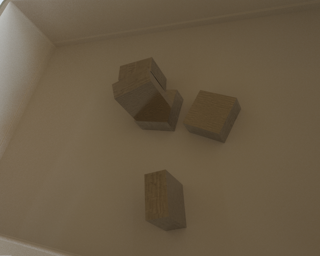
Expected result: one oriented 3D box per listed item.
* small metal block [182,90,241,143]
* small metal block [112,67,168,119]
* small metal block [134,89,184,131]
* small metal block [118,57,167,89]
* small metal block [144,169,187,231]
[{"bbox_3d":[0.064,-0.015,0.381,0.050,0.025,0.050,18,71,34],"label":"small metal block"},{"bbox_3d":[-0.025,-0.044,0.396,0.050,0.050,0.025,-25,53,13],"label":"small metal block"},{"bbox_3d":[-0.001,-0.024,0.420,0.050,0.025,0.050,3,63,29],"label":"small metal block"},{"bbox_3d":[-0.024,-0.070,0.444,0.050,0.050,0.025,-11,57,22],"label":"small metal block"},{"bbox_3d":[0.006,0.080,0.337,0.025,0.050,0.050,-16,55,19],"label":"small metal block"}]
